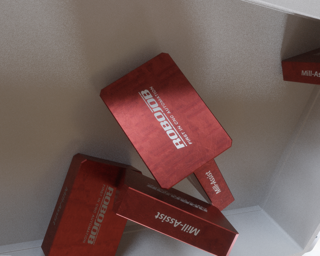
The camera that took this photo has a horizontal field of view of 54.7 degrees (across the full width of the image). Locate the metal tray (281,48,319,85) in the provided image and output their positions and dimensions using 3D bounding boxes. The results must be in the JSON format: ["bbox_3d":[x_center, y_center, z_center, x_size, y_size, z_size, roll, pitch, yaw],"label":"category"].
[{"bbox_3d":[0.245,-0.086,0.419,0.091,0.130,0.030,-20,110,-17],"label":"metal tray"}]

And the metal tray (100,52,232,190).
[{"bbox_3d":[0.005,-0.008,0.346,0.090,0.130,0.030,-33,169,-7],"label":"metal tray"}]

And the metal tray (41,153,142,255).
[{"bbox_3d":[-0.085,0.106,0.399,0.091,0.030,0.129,20,90,-35],"label":"metal tray"}]

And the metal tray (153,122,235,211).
[{"bbox_3d":[0.046,0.048,0.420,0.030,0.090,0.130,-37,129,-6],"label":"metal tray"}]

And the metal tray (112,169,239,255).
[{"bbox_3d":[0.014,0.093,0.355,0.131,0.090,0.030,25,91,-6],"label":"metal tray"}]
